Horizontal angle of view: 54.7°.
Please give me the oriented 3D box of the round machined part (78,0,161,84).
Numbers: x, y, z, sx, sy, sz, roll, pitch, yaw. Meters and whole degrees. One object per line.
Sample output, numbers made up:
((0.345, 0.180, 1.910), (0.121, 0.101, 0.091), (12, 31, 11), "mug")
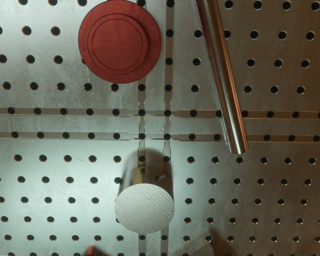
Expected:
((-0.048, -0.100, 0.367), (0.099, 0.042, 0.097), (0, 110, -1), "round machined part")

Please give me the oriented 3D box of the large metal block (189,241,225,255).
((0.077, 0.243, 0.491), (0.080, 0.050, 0.080), (-38, 106, 12), "large metal block")

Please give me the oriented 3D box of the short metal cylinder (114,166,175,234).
((-0.021, 0.100, 0.437), (0.081, 0.050, 0.079), (0, 110, -1), "short metal cylinder")

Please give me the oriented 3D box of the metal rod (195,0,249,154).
((0.067, -0.104, 0.375), (0.025, 0.025, 0.298), (-16, 110, 5), "metal rod")
